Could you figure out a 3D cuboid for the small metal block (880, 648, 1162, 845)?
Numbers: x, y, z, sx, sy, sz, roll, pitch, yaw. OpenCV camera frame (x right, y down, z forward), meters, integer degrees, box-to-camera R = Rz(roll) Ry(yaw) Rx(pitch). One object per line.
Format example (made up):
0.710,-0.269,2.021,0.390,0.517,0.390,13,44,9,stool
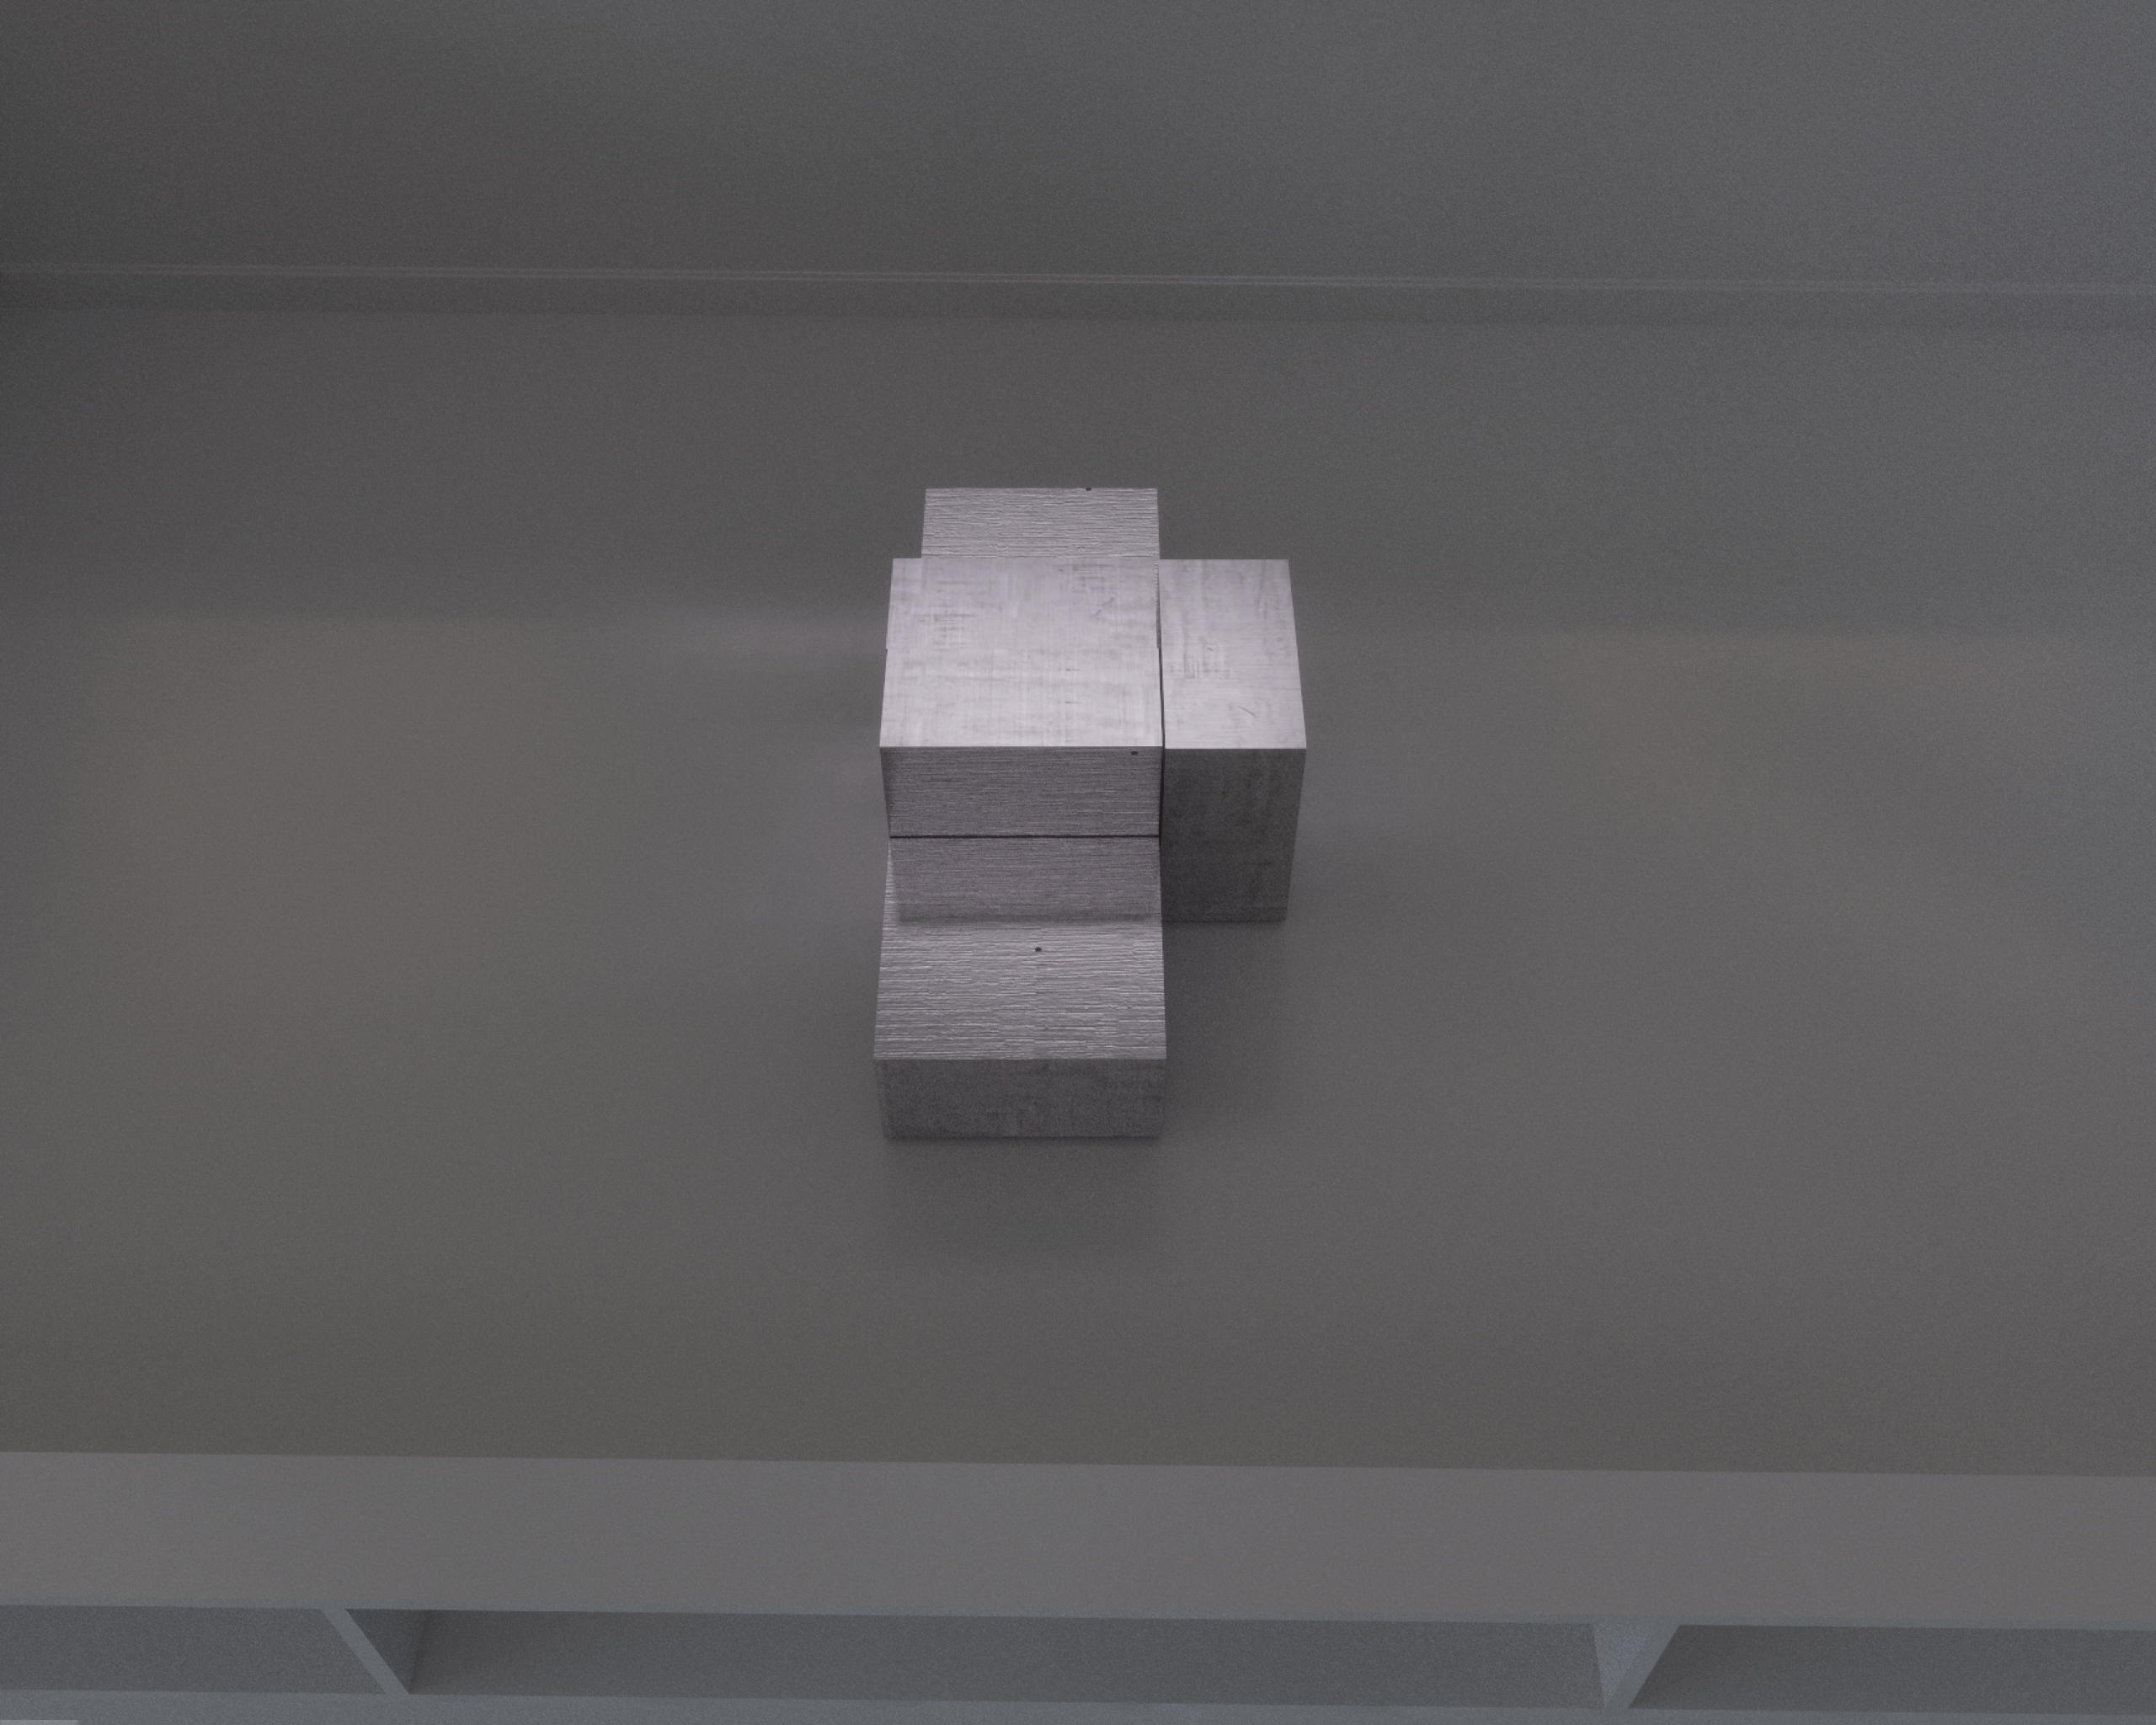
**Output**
-0.010,-0.014,0.398,0.050,0.050,0.025,0,50,0,small metal block

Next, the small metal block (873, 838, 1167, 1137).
-0.010,0.023,0.384,0.050,0.025,0.050,0,50,0,small metal block

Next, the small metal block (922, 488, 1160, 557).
-0.008,-0.055,0.448,0.050,0.025,0.050,0,50,0,small metal block

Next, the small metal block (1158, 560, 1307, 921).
0.028,-0.024,0.406,0.025,0.050,0.050,0,50,0,small metal block

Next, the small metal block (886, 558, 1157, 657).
-0.010,-0.033,0.414,0.050,0.050,0.025,0,50,0,small metal block
